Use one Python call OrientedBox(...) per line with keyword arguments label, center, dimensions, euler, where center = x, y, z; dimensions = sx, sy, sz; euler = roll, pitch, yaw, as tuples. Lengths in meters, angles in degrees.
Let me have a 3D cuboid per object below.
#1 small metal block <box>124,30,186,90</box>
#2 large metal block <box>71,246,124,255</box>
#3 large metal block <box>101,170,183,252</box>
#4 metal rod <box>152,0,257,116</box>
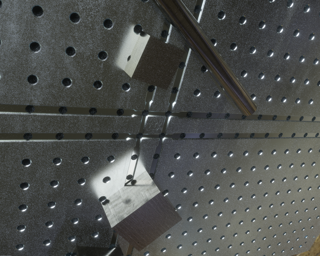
OrientedBox(label="small metal block", center=(-0.006, -0.078, 0.361), dimensions=(0.050, 0.025, 0.050), euler=(14, 111, -35))
OrientedBox(label="large metal block", center=(-0.105, 0.235, 0.485), dimensions=(0.080, 0.050, 0.080), euler=(20, 108, -36))
OrientedBox(label="large metal block", center=(-0.026, 0.124, 0.459), dimensions=(0.080, 0.050, 0.080), euler=(-36, 130, -5))
OrientedBox(label="metal rod", center=(0.046, -0.104, 0.373), dimensions=(0.025, 0.025, 0.301), euler=(-46, 130, 4))
